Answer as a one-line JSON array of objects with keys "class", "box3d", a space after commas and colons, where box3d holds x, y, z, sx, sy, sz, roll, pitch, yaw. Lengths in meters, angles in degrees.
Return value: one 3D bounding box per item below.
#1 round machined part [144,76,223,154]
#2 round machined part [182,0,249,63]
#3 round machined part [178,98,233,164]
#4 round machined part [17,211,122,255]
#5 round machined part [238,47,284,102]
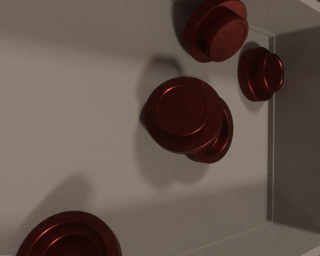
[{"class": "round machined part", "box3d": [0.028, -0.019, 0.383, 0.042, 0.098, 0.098, 57, 46, -73]}, {"class": "round machined part", "box3d": [0.084, -0.132, 0.433, 0.099, 0.042, 0.097, -26, 147, -18]}, {"class": "round machined part", "box3d": [0.059, 0.001, 0.448, 0.099, 0.042, 0.097, 0, 90, -40]}, {"class": "round machined part", "box3d": [-0.085, 0.135, 0.302, 0.098, 0.098, 0.042, -58, 162, -24]}, {"class": "round machined part", "box3d": [0.186, -0.097, 0.555, 0.099, 0.042, 0.097, 0, 90, -40]}]
